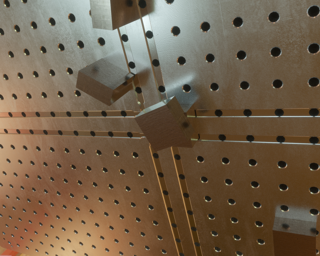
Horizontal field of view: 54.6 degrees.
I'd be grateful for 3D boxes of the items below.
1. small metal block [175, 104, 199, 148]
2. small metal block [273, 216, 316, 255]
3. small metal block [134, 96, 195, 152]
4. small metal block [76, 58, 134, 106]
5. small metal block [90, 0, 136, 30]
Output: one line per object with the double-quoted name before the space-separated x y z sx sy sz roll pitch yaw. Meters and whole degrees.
"small metal block" 0.019 -0.004 0.399 0.050 0.025 0.050 2 120 27
"small metal block" 0.178 0.148 0.409 0.050 0.025 0.050 1 119 28
"small metal block" 0.006 -0.004 0.374 0.050 0.025 0.050 -21 107 36
"small metal block" -0.070 -0.060 0.396 0.050 0.050 0.025 29 128 9
"small metal block" -0.051 -0.138 0.337 0.025 0.050 0.050 13 124 21
